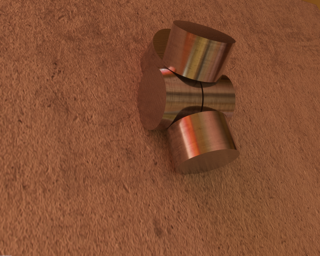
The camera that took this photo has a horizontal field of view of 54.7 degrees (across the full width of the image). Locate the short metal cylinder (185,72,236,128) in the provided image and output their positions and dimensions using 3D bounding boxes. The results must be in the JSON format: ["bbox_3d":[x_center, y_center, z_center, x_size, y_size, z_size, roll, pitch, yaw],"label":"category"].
[{"bbox_3d":[0.057,-0.037,0.425,0.050,0.080,0.080,0,62,-28],"label":"short metal cylinder"}]

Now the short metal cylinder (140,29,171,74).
[{"bbox_3d":[0.016,-0.100,0.462,0.081,0.050,0.080,14,56,-21],"label":"short metal cylinder"}]

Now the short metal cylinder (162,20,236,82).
[{"bbox_3d":[0.048,-0.098,0.392,0.081,0.050,0.080,14,29,-7],"label":"short metal cylinder"}]

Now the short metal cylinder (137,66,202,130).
[{"bbox_3d":[0.010,-0.037,0.400,0.050,0.080,0.080,1,62,-28],"label":"short metal cylinder"}]

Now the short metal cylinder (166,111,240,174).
[{"bbox_3d":[0.053,0.020,0.388,0.081,0.080,0.050,0,62,-29],"label":"short metal cylinder"}]
